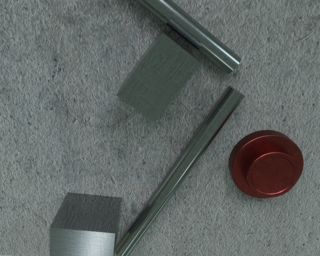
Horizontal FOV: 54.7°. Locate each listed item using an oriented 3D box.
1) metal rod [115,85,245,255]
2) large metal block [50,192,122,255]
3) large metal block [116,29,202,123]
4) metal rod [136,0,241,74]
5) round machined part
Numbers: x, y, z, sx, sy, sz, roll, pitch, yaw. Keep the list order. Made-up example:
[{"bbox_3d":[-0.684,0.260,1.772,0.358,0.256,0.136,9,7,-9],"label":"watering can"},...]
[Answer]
[{"bbox_3d":[0.020,0.072,0.436,0.025,0.025,0.298,30,107,-11],"label":"metal rod"},{"bbox_3d":[-0.099,0.136,0.429,0.081,0.080,0.050,6,110,-3],"label":"large metal block"},{"bbox_3d":[-0.002,-0.063,0.357,0.050,0.080,0.080,36,106,-13],"label":"large metal block"},{"bbox_3d":[-0.028,-0.162,0.349,0.301,0.025,0.025,35,106,-13],"label":"metal rod"},{"bbox_3d":[0.148,0.055,0.423,0.099,0.042,0.097,0,110,-1],"label":"round machined part"}]
